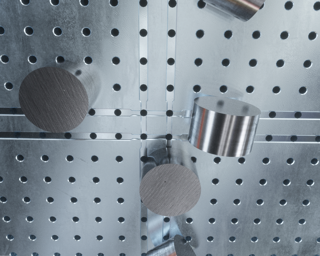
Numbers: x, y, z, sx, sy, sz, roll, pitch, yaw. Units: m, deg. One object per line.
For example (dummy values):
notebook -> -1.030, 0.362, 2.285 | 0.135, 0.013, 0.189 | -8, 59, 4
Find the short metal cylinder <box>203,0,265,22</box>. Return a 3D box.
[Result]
short metal cylinder -> 0.087, -0.161, 0.326 | 0.050, 0.080, 0.080 | 23, 108, -9

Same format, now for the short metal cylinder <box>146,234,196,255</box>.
short metal cylinder -> 0.022, 0.208, 0.461 | 0.050, 0.080, 0.080 | -34, 107, 11

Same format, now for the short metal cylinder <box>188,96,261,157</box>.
short metal cylinder -> 0.078, -0.004, 0.383 | 0.081, 0.080, 0.050 | 7, 110, -3

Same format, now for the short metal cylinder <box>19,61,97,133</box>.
short metal cylinder -> -0.124, -0.040, 0.384 | 0.081, 0.050, 0.079 | 0, 110, 0

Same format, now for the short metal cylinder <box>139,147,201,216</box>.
short metal cylinder -> 0.013, 0.073, 0.427 | 0.081, 0.050, 0.079 | 0, 110, 0
